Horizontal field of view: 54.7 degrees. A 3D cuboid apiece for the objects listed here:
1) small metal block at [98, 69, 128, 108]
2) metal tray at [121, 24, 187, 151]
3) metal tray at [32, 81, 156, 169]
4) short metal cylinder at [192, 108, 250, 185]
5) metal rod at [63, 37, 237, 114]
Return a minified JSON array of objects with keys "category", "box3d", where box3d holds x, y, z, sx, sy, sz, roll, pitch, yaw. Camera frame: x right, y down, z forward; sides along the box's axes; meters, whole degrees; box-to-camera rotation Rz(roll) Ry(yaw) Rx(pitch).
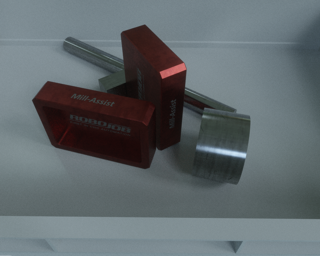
[{"category":"small metal block","box3d":[-0.054,-0.051,0.431,0.050,0.050,0.025,-26,55,-21]},{"category":"metal tray","box3d":[-0.009,-0.045,0.374,0.030,0.129,0.090,-25,55,-19]},{"category":"metal tray","box3d":[-0.071,-0.001,0.362,0.131,0.089,0.030,12,51,9]},{"category":"short metal cylinder","box3d":[0.069,0.020,0.353,0.050,0.080,0.080,11,51,8]},{"category":"metal rod","box3d":[-0.028,-0.078,0.469,0.301,0.025,0.025,27,55,20]}]
